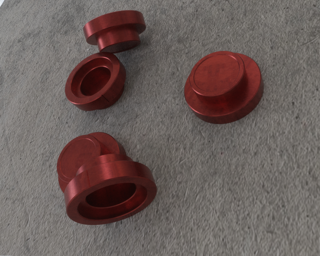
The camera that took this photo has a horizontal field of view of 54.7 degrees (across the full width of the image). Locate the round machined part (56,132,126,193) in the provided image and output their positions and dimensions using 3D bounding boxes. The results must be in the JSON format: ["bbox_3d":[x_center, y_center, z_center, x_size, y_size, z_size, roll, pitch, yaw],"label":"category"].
[{"bbox_3d":[-0.097,0.048,0.415,0.098,0.042,0.098,-13,56,21],"label":"round machined part"}]

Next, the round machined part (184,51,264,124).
[{"bbox_3d":[0.076,-0.057,0.388,0.098,0.042,0.098,-13,56,21],"label":"round machined part"}]

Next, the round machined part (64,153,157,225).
[{"bbox_3d":[-0.056,0.065,0.347,0.098,0.098,0.042,-30,52,9],"label":"round machined part"}]

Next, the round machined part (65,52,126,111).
[{"bbox_3d":[-0.095,-0.068,0.485,0.098,0.042,0.098,-13,56,21],"label":"round machined part"}]

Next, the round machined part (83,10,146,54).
[{"bbox_3d":[-0.069,-0.149,0.498,0.098,0.098,0.042,-14,93,20],"label":"round machined part"}]
